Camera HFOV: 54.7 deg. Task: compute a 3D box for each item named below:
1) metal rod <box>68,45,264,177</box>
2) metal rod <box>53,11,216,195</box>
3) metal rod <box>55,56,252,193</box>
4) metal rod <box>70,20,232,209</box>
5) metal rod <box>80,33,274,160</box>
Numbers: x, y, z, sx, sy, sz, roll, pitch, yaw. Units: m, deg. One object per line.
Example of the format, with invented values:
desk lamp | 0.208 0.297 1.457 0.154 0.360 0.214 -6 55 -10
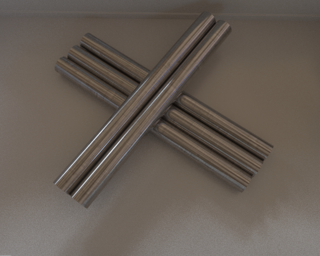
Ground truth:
metal rod | -0.001 -0.028 0.418 0.301 0.025 0.025 33 73 11
metal rod | -0.022 -0.042 0.397 0.025 0.025 0.300 36 74 12
metal rod | -0.017 -0.010 0.412 0.301 0.025 0.025 33 73 11
metal rod | -0.001 -0.029 0.392 0.025 0.025 0.300 36 74 12
metal rod | 0.015 -0.048 0.425 0.300 0.025 0.025 33 73 11
